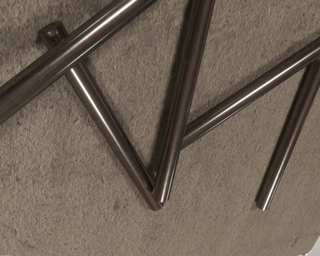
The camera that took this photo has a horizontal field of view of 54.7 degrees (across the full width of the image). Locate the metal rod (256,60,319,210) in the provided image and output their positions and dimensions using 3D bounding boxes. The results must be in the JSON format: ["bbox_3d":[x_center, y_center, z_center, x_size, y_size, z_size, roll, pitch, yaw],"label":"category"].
[{"bbox_3d":[0.227,0.026,0.549,0.025,0.025,0.298,-5,121,-27],"label":"metal rod"}]

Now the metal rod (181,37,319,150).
[{"bbox_3d":[0.145,-0.059,0.451,0.301,0.025,0.025,-33,129,-7],"label":"metal rod"}]

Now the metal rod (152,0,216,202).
[{"bbox_3d":[0.028,-0.038,0.385,0.025,0.025,0.298,-1,114,-29],"label":"metal rod"}]

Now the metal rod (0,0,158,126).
[{"bbox_3d":[-0.070,-0.082,0.289,0.301,0.025,0.025,-42,130,-11],"label":"metal rod"}]

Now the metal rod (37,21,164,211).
[{"bbox_3d":[-0.054,0.011,0.385,0.025,0.025,0.299,-32,129,-8],"label":"metal rod"}]
